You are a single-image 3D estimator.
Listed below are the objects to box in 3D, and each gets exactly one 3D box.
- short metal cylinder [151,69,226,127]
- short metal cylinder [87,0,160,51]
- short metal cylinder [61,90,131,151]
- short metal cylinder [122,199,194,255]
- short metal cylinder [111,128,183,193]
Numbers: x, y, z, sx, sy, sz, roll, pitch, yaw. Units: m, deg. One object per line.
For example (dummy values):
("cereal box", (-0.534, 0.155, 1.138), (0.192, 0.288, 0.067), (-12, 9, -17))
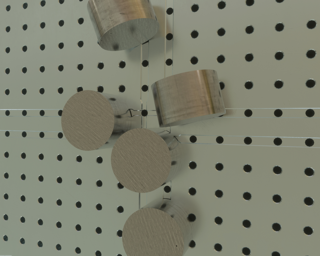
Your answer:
("short metal cylinder", (0.034, -0.033, 0.371), (0.080, 0.080, 0.050), (-13, 86, 19))
("short metal cylinder", (-0.047, -0.141, 0.399), (0.080, 0.080, 0.050), (-22, 83, 18))
("short metal cylinder", (-0.087, -0.010, 0.429), (0.080, 0.050, 0.079), (0, 90, 19))
("short metal cylinder", (-0.001, 0.137, 0.399), (0.080, 0.050, 0.079), (0, 90, 19))
("short metal cylinder", (-0.016, 0.040, 0.404), (0.080, 0.050, 0.079), (0, 90, 19))
